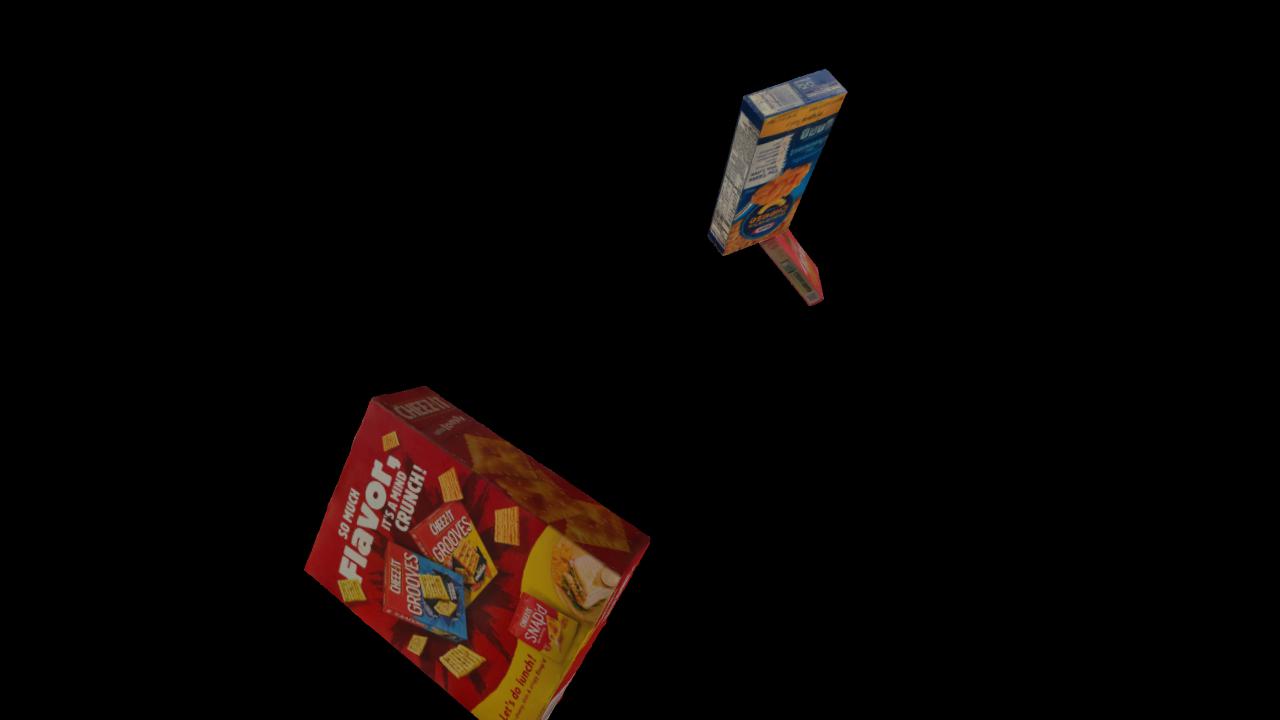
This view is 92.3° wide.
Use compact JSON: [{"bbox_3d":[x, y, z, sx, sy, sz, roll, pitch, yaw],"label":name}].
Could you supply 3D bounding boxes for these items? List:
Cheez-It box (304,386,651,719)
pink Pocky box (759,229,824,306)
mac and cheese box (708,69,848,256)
[{"bbox_3d":[-0.128,0.147,0.460,0.223,0.166,0.071,31,15,13],"label":"Cheez-It box"},{"bbox_3d":[0.236,-0.162,0.965,0.029,0.084,0.155,-28,-53,30],"label":"pink Pocky box"},{"bbox_3d":[0.128,-0.187,0.612,0.093,0.041,0.184,-25,-24,-17],"label":"mac and cheese box"}]
